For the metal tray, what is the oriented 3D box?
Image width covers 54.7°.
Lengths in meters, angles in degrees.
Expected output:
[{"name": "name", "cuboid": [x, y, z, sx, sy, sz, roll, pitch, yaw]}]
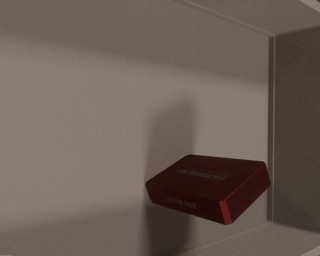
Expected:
[{"name": "metal tray", "cuboid": [0.057, 0.070, 0.388, 0.091, 0.130, 0.030, -28, 108, -37]}]
